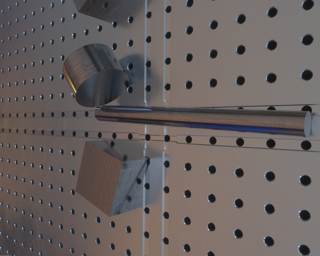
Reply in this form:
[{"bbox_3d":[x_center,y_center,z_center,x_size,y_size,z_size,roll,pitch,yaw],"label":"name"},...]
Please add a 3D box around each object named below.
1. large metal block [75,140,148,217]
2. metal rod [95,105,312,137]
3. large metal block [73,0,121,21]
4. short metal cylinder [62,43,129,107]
[{"bbox_3d":[-0.071,0.069,0.450,0.080,0.050,0.079,23,104,37],"label":"large metal block"},{"bbox_3d":[0.024,-0.013,0.387,0.300,0.025,0.025,5,93,39],"label":"metal rod"},{"bbox_3d":[-0.094,-0.226,0.468,0.080,0.050,0.080,-38,67,33],"label":"large metal block"},{"bbox_3d":[-0.092,-0.074,0.447,0.080,0.081,0.050,-45,63,30],"label":"short metal cylinder"}]
